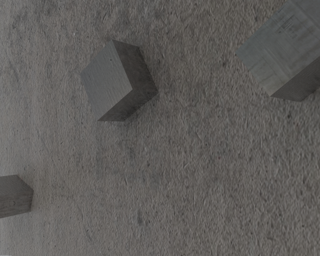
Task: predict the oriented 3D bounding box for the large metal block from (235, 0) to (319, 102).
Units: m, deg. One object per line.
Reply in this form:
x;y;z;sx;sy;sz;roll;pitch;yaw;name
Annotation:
0.126;-0.069;0.265;0.080;0.081;0.050;-44;64;31;large metal block

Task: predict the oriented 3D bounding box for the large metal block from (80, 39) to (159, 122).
-0.060;-0.064;0.438;0.080;0.050;0.080;-36;68;34;large metal block

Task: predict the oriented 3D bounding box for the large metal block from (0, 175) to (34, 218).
-0.320;0.139;0.634;0.080;0.081;0.050;23;105;37;large metal block
